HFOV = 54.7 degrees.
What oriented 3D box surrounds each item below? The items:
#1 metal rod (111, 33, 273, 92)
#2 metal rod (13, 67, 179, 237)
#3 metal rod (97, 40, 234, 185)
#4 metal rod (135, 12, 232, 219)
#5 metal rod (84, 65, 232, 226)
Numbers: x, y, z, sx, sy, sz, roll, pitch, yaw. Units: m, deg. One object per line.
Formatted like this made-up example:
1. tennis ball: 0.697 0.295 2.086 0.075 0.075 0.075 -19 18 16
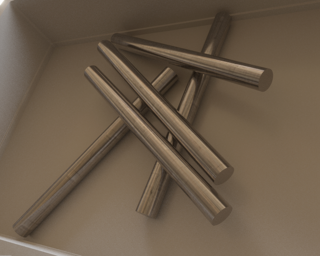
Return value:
1. metal rod: 0.018 -0.101 0.430 0.300 0.025 0.025 29 77 45
2. metal rod: -0.085 0.030 0.430 0.300 0.025 0.025 -47 52 -5
3. metal rod: -0.012 -0.041 0.402 0.025 0.025 0.300 -41 51 0
4. metal rod: 0.038 -0.031 0.403 0.025 0.025 0.300 10 66 32
5. metal rod: -0.023 -0.001 0.383 0.025 0.025 0.300 -43 51 -2
